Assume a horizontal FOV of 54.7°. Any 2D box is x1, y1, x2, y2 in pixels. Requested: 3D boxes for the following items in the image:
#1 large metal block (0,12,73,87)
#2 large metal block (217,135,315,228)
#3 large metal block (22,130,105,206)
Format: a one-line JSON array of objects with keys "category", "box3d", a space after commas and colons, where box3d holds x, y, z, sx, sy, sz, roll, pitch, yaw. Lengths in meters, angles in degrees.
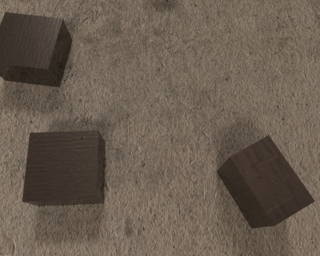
[{"category": "large metal block", "box3d": [-0.177, -0.108, 0.432, 0.080, 0.050, 0.080, 7, 70, 2]}, {"category": "large metal block", "box3d": [0.115, 0.065, 0.357, 0.050, 0.080, 0.080, -27, 73, -10]}, {"category": "large metal block", "box3d": [-0.112, 0.050, 0.375, 0.081, 0.050, 0.080, -2, 70, -1]}]
